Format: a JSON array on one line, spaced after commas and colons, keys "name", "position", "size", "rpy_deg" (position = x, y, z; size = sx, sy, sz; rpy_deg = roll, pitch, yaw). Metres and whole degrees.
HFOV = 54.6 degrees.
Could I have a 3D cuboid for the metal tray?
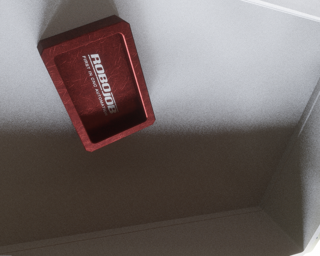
[{"name": "metal tray", "position": [-0.064, -0.045, 0.341], "size": [0.091, 0.030, 0.129], "rpy_deg": [-25, 128, -13]}]
